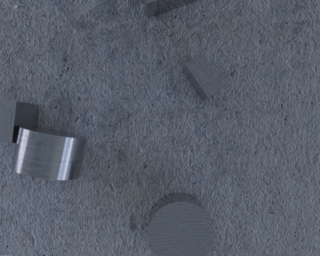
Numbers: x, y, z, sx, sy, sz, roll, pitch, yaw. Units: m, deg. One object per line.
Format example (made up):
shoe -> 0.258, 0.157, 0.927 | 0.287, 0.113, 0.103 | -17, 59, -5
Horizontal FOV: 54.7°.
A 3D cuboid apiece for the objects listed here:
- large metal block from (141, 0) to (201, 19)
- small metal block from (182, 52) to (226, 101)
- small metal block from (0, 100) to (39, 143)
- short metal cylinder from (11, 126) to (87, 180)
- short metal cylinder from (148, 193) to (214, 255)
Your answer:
large metal block -> 0.008, -0.200, 0.397 | 0.080, 0.050, 0.080 | -20, 90, 0
small metal block -> 0.055, -0.064, 0.398 | 0.025, 0.050, 0.050 | -35, 90, 0
small metal block -> -0.182, -0.008, 0.394 | 0.025, 0.050, 0.050 | 6, 90, 8
short metal cylinder -> -0.135, 0.030, 0.381 | 0.080, 0.080, 0.050 | 11, 90, 0
short metal cylinder -> 0.025, 0.128, 0.398 | 0.081, 0.050, 0.080 | 0, 90, 0
